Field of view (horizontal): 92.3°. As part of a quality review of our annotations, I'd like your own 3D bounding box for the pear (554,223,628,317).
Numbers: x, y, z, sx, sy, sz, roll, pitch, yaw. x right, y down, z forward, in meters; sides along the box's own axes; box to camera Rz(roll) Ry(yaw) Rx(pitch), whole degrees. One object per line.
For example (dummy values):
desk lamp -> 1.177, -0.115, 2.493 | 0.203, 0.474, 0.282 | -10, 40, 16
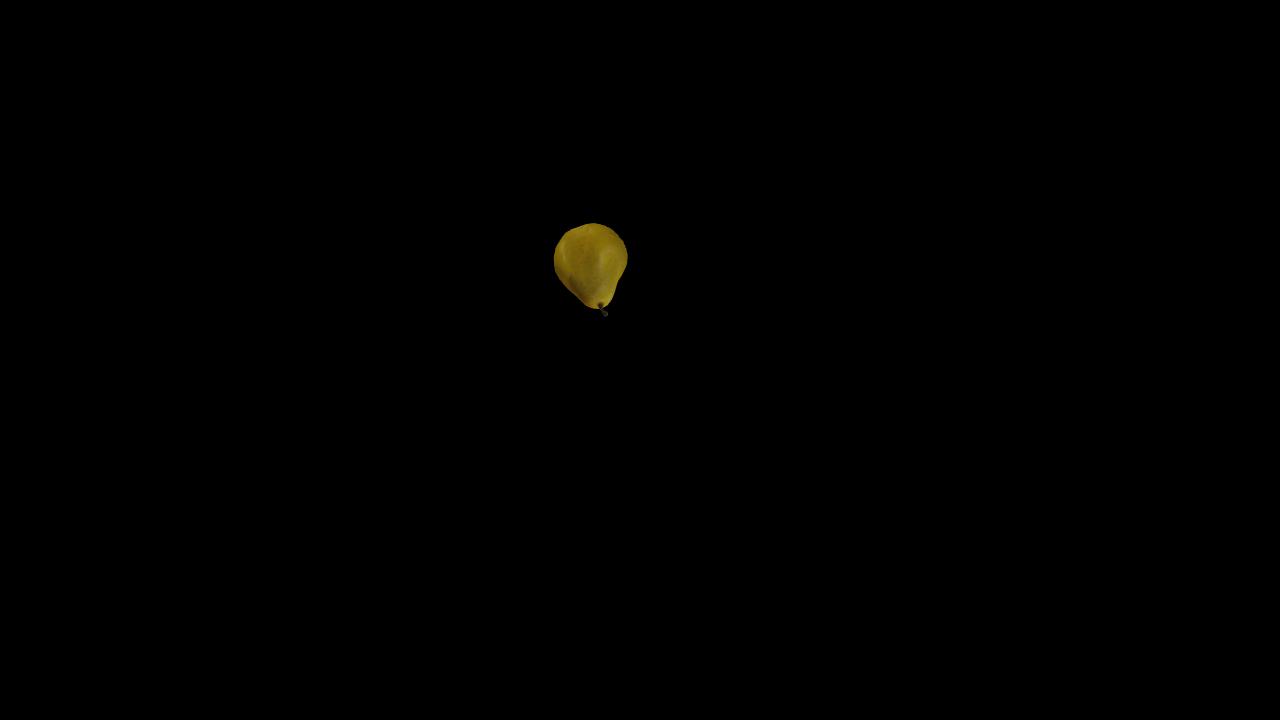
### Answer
pear -> -0.051, -0.086, 0.649 | 0.080, 0.111, 0.080 | -3, -27, -1
